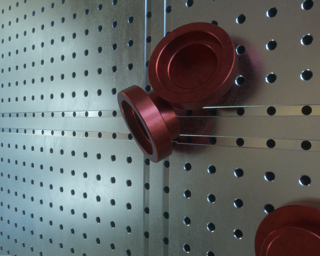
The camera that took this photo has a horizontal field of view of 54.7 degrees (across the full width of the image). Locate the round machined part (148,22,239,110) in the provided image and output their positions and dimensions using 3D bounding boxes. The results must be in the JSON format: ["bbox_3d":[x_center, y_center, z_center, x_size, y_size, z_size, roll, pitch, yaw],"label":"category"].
[{"bbox_3d":[0.039,-0.065,0.350,0.098,0.042,0.098,-8,69,22],"label":"round machined part"}]

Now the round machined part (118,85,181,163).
[{"bbox_3d":[-0.010,-0.009,0.384,0.098,0.042,0.098,53,162,27],"label":"round machined part"}]

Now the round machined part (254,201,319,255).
[{"bbox_3d":[0.134,0.121,0.287,0.098,0.042,0.097,0,90,39],"label":"round machined part"}]
